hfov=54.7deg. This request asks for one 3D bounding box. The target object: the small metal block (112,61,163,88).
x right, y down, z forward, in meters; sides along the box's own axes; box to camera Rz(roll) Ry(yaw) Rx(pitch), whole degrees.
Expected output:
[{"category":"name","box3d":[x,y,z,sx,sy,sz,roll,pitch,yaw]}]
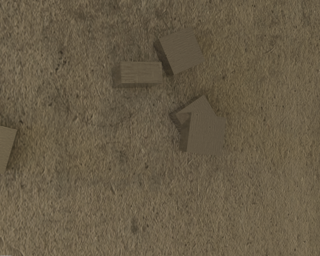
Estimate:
[{"category":"small metal block","box3d":[-0.030,-0.065,0.385,0.050,0.050,0.025,-4,92,-20]}]

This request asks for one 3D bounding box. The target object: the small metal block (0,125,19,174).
[{"category":"small metal block","box3d":[-0.189,0.019,0.339,0.050,0.025,0.050,16,85,-20]}]

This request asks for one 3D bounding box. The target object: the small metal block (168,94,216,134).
[{"category":"small metal block","box3d":[0.048,-0.011,0.427,0.050,0.025,0.050,-35,102,-17]}]

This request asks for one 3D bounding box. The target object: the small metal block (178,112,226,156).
[{"category":"small metal block","box3d":[0.055,0.008,0.403,0.050,0.025,0.050,8,88,-20]}]

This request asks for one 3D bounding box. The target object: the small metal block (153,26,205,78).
[{"category":"small metal block","box3d":[0.026,-0.102,0.418,0.050,0.025,0.050,-27,99,-18]}]
